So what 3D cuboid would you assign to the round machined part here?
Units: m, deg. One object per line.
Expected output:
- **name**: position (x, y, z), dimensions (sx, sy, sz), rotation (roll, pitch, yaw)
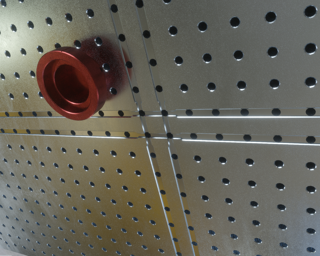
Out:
- **round machined part**: position (-0.113, -0.063, 0.419), dimensions (0.098, 0.042, 0.097), rotation (13, 124, 20)
